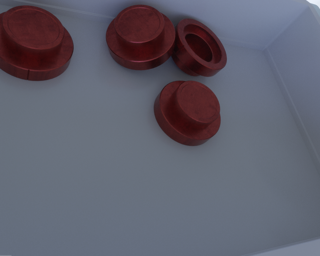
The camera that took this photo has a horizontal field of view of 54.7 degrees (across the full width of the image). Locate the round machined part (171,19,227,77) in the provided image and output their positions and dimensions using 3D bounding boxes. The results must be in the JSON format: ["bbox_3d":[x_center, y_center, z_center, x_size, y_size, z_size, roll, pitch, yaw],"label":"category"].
[{"bbox_3d":[0.056,-0.121,0.492,0.099,0.042,0.098,20,52,-27],"label":"round machined part"}]

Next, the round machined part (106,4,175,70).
[{"bbox_3d":[-0.028,-0.134,0.437,0.099,0.042,0.098,0,65,1],"label":"round machined part"}]

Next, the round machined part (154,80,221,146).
[{"bbox_3d":[0.045,-0.027,0.435,0.099,0.042,0.098,14,56,-21],"label":"round machined part"}]

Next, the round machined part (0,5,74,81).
[{"bbox_3d":[-0.155,-0.109,0.378,0.099,0.042,0.098,14,56,-21],"label":"round machined part"}]
